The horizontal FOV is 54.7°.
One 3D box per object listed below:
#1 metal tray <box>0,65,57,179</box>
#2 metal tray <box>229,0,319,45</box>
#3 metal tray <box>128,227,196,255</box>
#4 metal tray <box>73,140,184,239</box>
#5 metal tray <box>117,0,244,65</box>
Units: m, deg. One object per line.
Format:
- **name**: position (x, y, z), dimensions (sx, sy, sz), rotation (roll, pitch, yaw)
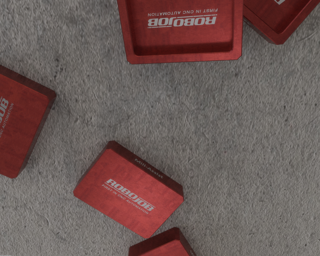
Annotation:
- **metal tray**: position (-0.204, -0.008, 0.402), dimensions (0.090, 0.030, 0.129), rotation (27, 108, -10)
- **metal tray**: position (0.114, -0.168, 0.346), dimensions (0.130, 0.030, 0.090), rotation (35, 106, -12)
- **metal tray**: position (0.019, 0.229, 0.492), dimensions (0.090, 0.030, 0.130), rotation (-27, 108, 9)
- **metal tray**: position (-0.043, 0.089, 0.440), dimensions (0.130, 0.030, 0.090), rotation (35, 106, -12)
- **metal tray**: position (0.024, -0.120, 0.342), dimensions (0.131, 0.030, 0.089), rotation (0, 122, 10)
